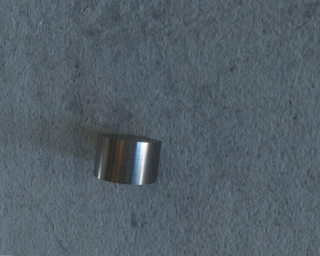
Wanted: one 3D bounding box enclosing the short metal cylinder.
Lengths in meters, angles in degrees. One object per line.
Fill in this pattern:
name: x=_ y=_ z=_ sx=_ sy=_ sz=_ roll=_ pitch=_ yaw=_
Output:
short metal cylinder: x=-0.041 y=0.037 z=0.393 sx=0.080 sy=0.080 sz=0.050 roll=8 pitch=93 yaw=19
